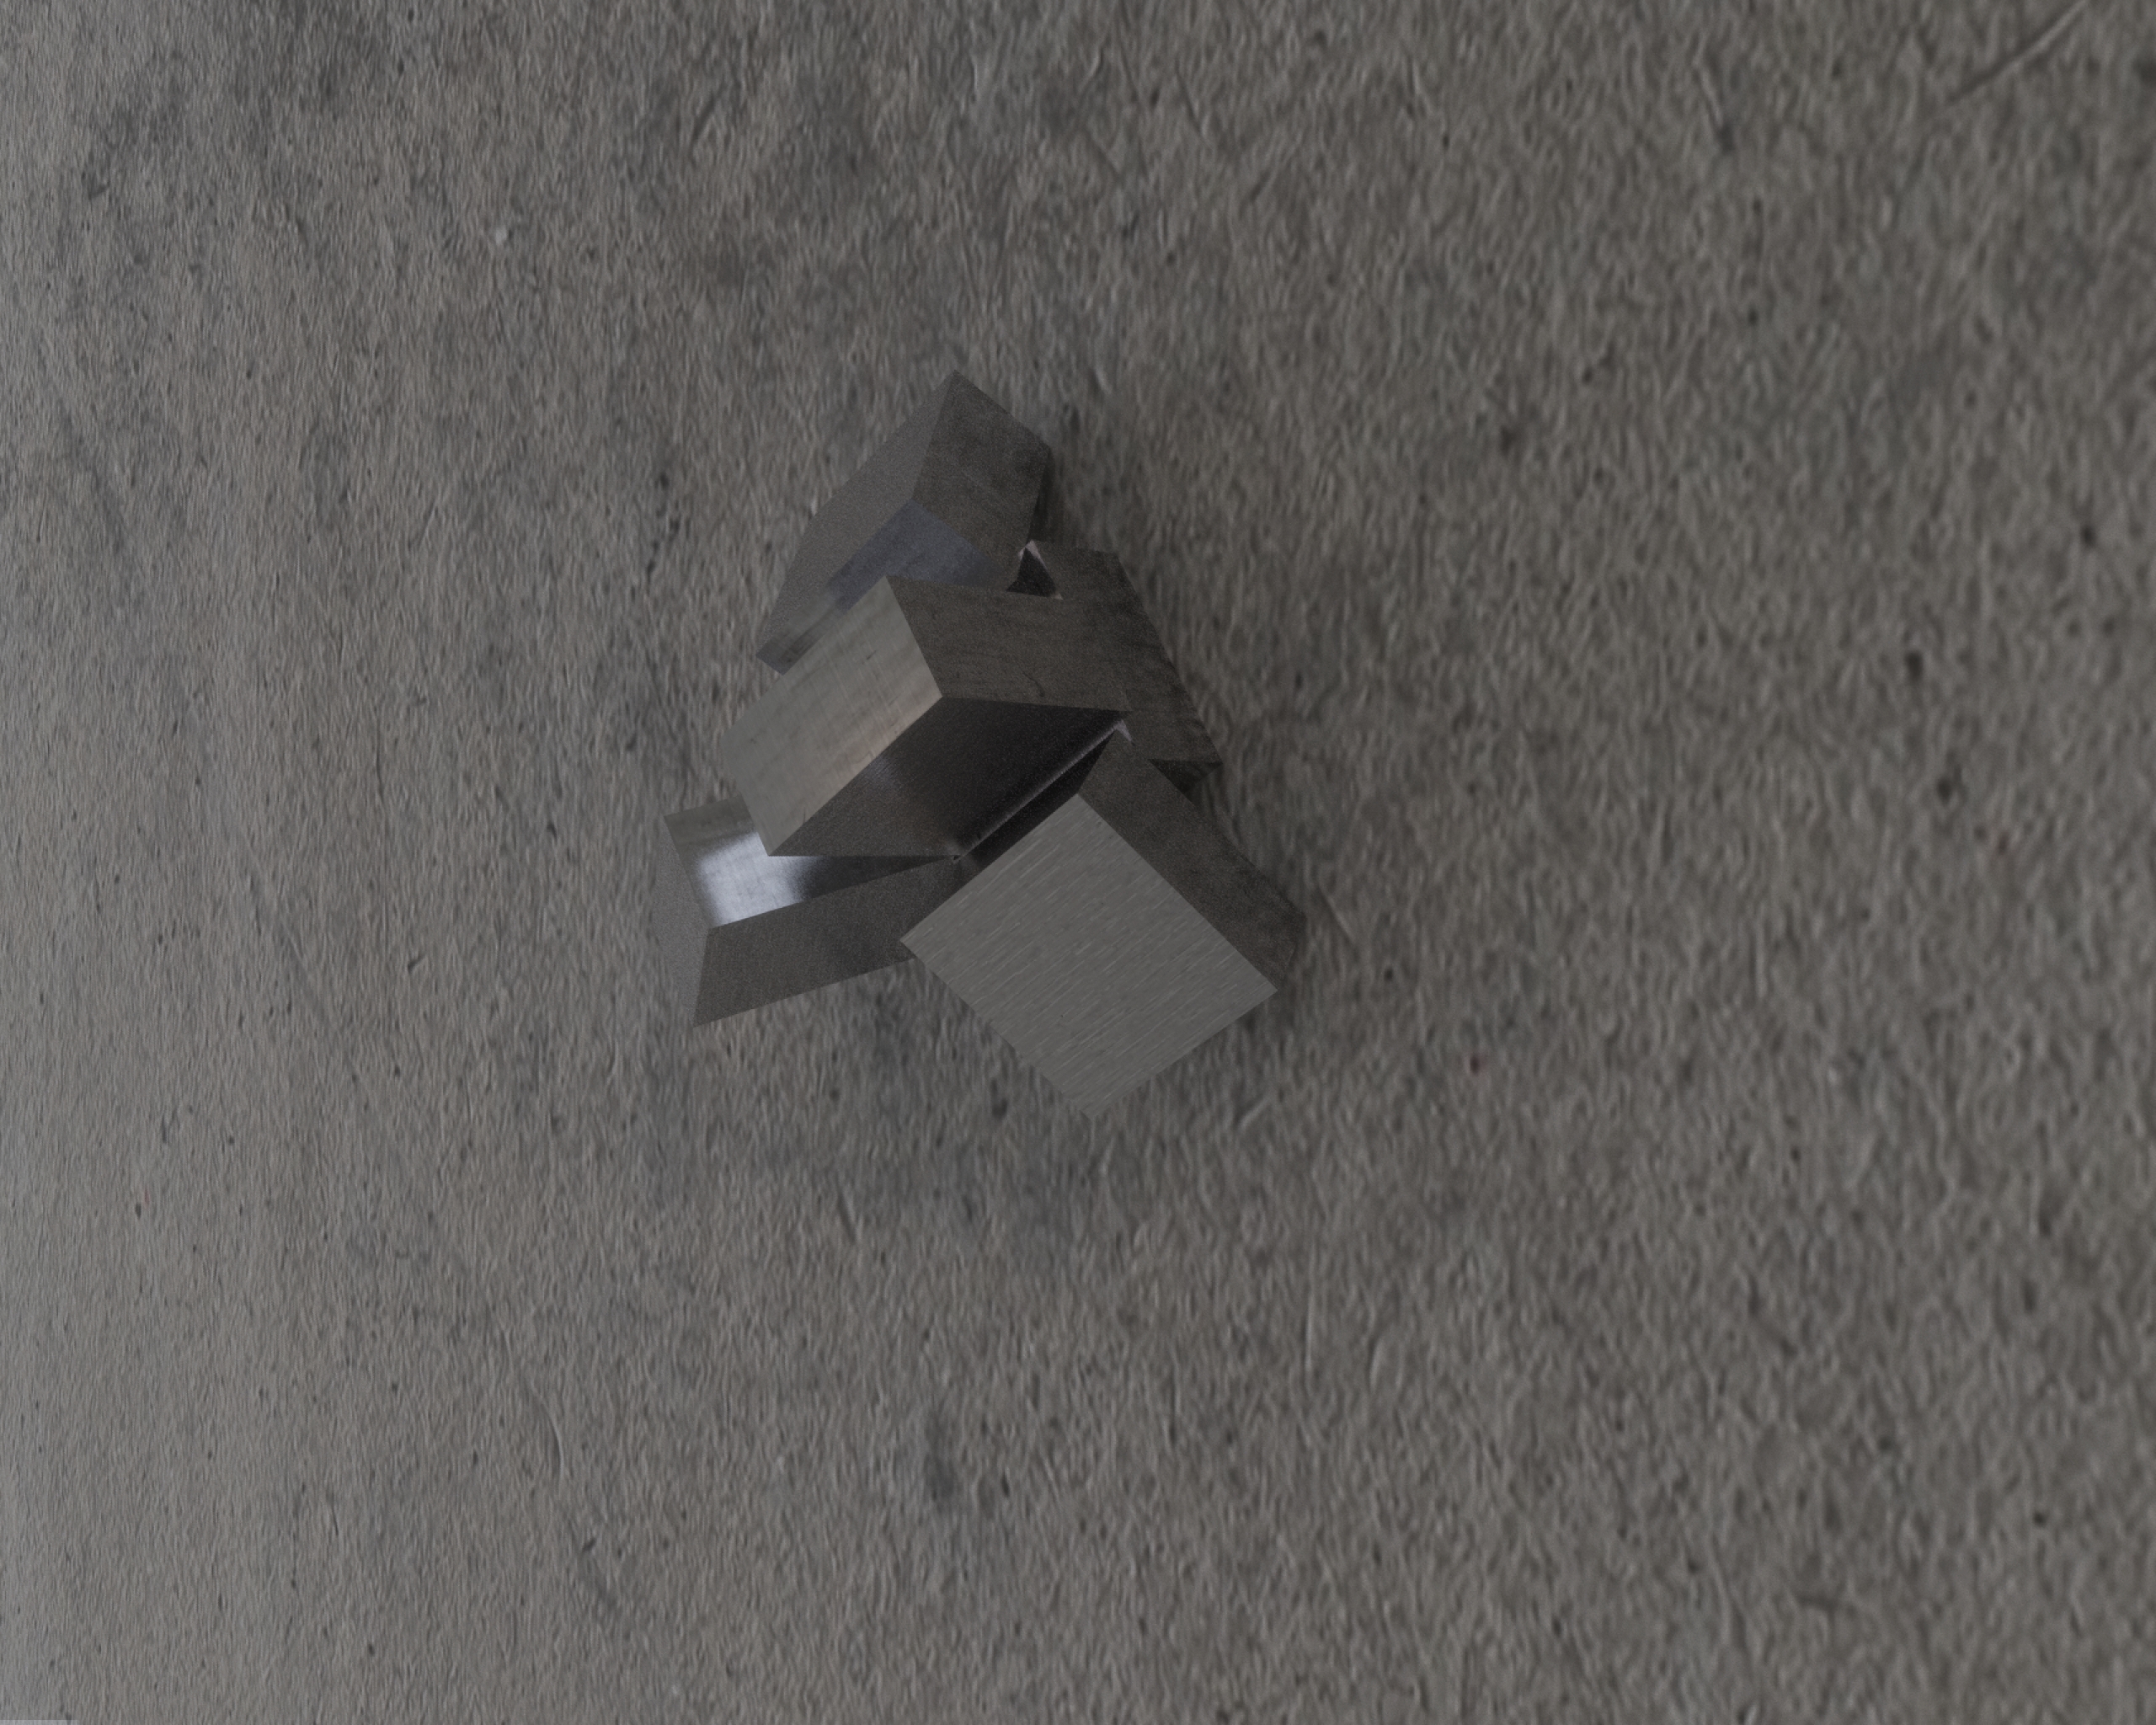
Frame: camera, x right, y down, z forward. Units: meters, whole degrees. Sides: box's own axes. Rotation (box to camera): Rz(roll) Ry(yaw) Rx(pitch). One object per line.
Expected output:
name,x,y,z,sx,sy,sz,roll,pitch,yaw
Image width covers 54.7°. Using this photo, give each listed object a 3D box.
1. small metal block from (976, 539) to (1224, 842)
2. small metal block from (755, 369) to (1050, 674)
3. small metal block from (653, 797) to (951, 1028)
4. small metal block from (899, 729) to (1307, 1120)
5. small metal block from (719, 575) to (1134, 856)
small metal block,-0.007,-0.027,0.411,0.050,0.025,0.050,-39,67,33
small metal block,-0.034,-0.063,0.416,0.050,0.025,0.050,-39,26,33
small metal block,-0.057,0.006,0.424,0.025,0.050,0.050,65,157,19
small metal block,0.005,0.012,0.385,0.050,0.025,0.050,44,124,-10
small metal block,-0.027,-0.025,0.379,0.050,0.050,0.025,-39,66,33
